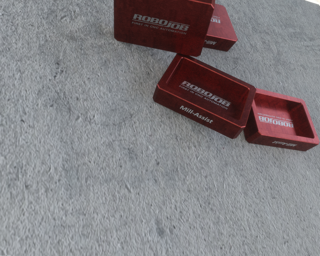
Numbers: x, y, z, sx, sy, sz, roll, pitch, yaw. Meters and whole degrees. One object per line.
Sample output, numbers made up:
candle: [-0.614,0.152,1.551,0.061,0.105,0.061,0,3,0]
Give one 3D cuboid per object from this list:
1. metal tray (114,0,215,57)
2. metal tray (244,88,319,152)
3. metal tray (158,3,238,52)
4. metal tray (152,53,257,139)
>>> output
metal tray: [0.003,-0.154,0.434,0.131,0.090,0.030,12,55,0]
metal tray: [0.194,-0.014,0.512,0.131,0.030,0.090,9,58,-24]
metal tray: [0.068,-0.189,0.552,0.131,0.030,0.090,2,61,-27]
metal tray: [0.066,-0.050,0.449,0.130,0.030,0.090,26,52,3]
